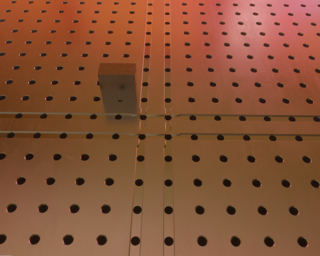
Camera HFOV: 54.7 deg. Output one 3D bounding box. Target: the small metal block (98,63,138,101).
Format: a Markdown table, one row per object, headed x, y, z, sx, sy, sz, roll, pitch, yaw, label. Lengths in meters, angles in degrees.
| x | y | z | sx | sy | sz | roll | pitch | yaw | label |
| --- | --- | --- | --- | --- | --- | --- | --- | --- | --- |
| -0.059 | -0.066 | 0.446 | 0.050 | 0.050 | 0.025 | 1 | 50 | 0 | small metal block |
